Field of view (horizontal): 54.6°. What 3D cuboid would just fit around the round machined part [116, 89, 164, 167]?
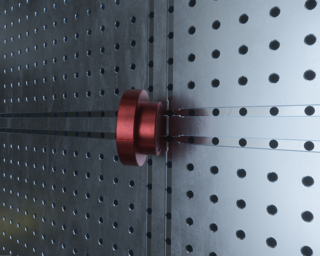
[{"bbox_3d":[-0.020,0.000,0.392,0.042,0.098,0.097,3,92,9],"label":"round machined part"}]
